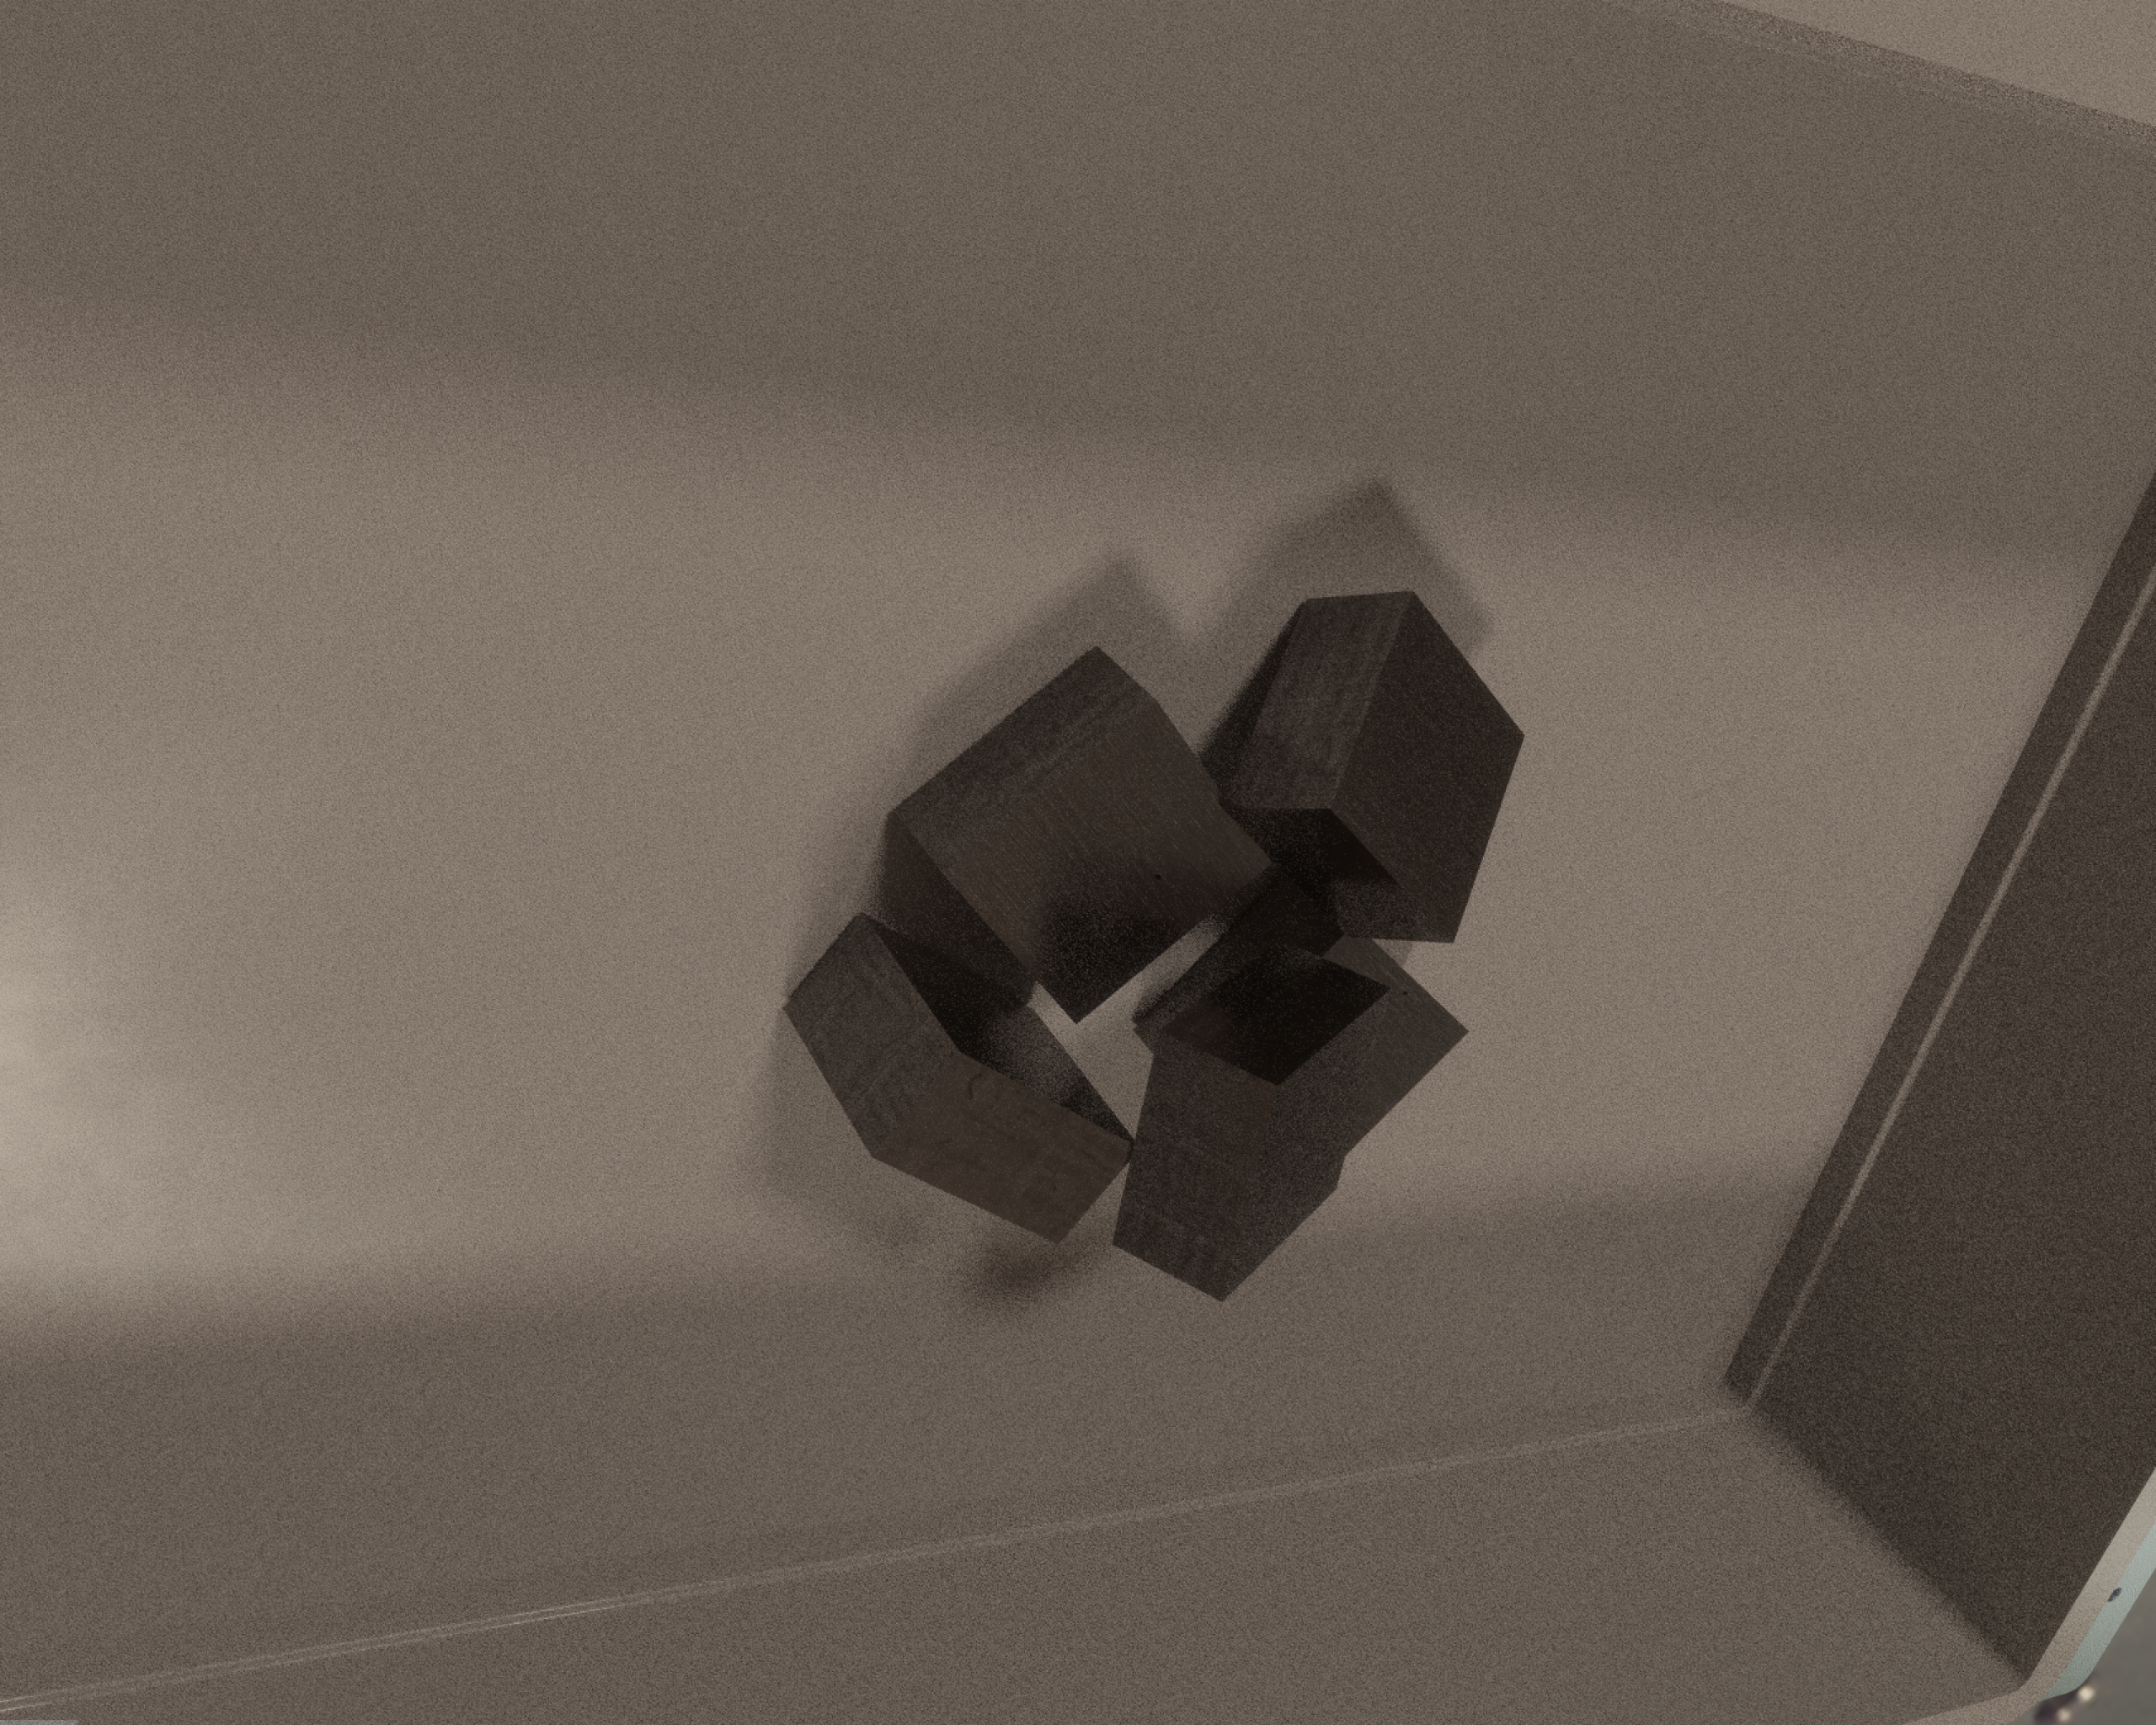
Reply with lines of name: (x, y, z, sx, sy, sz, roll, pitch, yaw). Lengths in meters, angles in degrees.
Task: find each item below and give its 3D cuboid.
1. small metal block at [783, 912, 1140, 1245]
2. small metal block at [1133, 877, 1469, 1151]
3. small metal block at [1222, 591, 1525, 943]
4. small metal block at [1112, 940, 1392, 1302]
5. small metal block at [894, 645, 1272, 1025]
small metal block: (-0.023, 0.042, 0.404, 0.050, 0.050, 0.025, 33, 100, -39)
small metal block: (0.049, 0.037, 0.458, 0.050, 0.025, 0.050, -46, 130, 4)
small metal block: (0.060, -0.018, 0.416, 0.050, 0.025, 0.050, 43, 60, -40)
small metal block: (0.035, 0.050, 0.411, 0.050, 0.025, 0.050, -30, 137, -52)
small metal block: (0.002, -0.005, 0.405, 0.050, 0.025, 0.050, -40, 130, -2)
